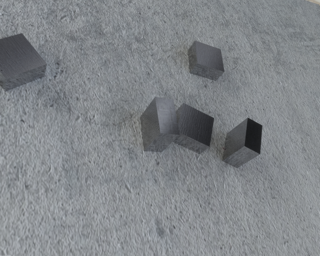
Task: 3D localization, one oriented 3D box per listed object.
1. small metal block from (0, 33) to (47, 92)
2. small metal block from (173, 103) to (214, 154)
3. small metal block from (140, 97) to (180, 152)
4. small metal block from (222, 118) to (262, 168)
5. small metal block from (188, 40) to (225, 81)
[{"bbox_3d":[-0.170,-0.077,0.359,0.050,0.025,0.050,-34,81,-38],"label":"small metal block"},{"bbox_3d":[0.044,0.001,0.426,0.050,0.025,0.050,25,53,-13],"label":"small metal block"},{"bbox_3d":[-0.002,-0.003,0.388,0.025,0.050,0.050,6,59,-25],"label":"small metal block"},{"bbox_3d":[0.116,0.022,0.437,0.025,0.050,0.050,27,52,-12],"label":"small metal block"},{"bbox_3d":[0.075,-0.111,0.512,0.050,0.025,0.050,12,57,-22],"label":"small metal block"}]
